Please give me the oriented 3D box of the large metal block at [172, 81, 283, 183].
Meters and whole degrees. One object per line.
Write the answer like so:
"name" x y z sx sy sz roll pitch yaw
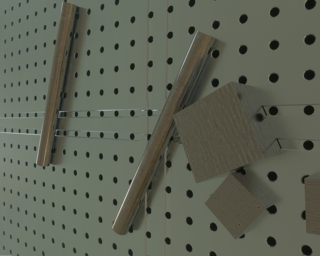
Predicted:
"large metal block" 0.071 0.006 0.335 0.080 0.050 0.080 -30 72 36

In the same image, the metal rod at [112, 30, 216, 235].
"metal rod" -0.002 0.020 0.411 0.025 0.025 0.298 36 112 34

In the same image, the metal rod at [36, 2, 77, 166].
"metal rod" -0.190 -0.073 0.566 0.025 0.025 0.298 22 104 38

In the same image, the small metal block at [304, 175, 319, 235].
"small metal block" 0.160 0.070 0.277 0.050 0.025 0.050 -2 89 40

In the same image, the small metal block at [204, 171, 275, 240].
"small metal block" 0.086 0.083 0.339 0.050 0.025 0.050 48 118 29
